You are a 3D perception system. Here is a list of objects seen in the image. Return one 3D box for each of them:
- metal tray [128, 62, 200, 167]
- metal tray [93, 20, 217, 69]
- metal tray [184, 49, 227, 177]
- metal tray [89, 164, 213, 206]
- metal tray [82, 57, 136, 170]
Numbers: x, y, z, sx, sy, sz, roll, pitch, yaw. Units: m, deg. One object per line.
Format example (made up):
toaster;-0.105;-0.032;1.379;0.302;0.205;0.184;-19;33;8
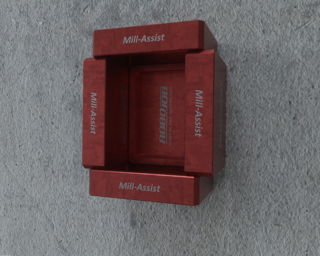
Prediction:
metal tray;0.007;-0.017;0.404;0.090;0.030;0.129;1;90;19
metal tray;-0.003;-0.096;0.375;0.130;0.090;0.030;1;91;19
metal tray;0.055;-0.015;0.355;0.030;0.090;0.129;1;90;20
metal tray;-0.007;0.063;0.377;0.130;0.090;0.030;1;91;19
metal tray;-0.060;-0.017;0.395;0.030;0.090;0.129;1;90;20
